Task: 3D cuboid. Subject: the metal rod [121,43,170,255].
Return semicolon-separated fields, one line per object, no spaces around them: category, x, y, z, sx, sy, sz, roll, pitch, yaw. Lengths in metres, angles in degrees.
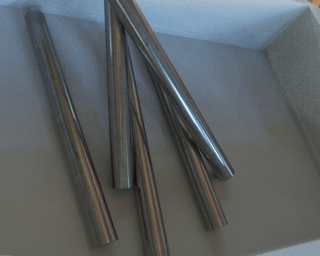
metal rod;-0.029;0.012;0.382;0.025;0.025;0.299;2;61;-27

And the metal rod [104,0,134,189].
metal rod;-0.049;-0.083;0.352;0.025;0.025;0.298;-1;87;-29

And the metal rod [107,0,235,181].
metal rod;0.012;-0.054;0.366;0.299;0.025;0.025;57;48;-20

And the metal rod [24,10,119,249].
metal rod;-0.108;-0.015;0.355;0.025;0.025;0.299;-10;67;-33

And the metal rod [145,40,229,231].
metal rod;0.024;-0.012;0.425;0.025;0.025;0.299;-6;65;-31
